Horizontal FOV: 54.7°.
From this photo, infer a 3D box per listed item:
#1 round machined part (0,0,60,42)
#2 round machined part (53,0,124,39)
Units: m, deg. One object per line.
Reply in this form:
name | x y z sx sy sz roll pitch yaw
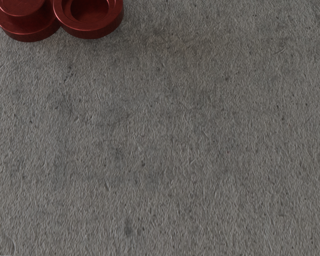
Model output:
round machined part | -0.198 -0.181 0.463 0.099 0.042 0.098 0 70 -1
round machined part | -0.103 -0.172 0.460 0.099 0.042 0.098 1 70 -2
